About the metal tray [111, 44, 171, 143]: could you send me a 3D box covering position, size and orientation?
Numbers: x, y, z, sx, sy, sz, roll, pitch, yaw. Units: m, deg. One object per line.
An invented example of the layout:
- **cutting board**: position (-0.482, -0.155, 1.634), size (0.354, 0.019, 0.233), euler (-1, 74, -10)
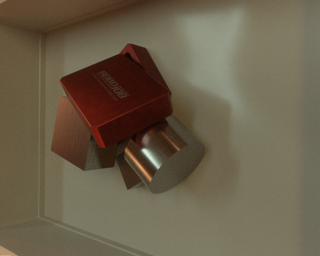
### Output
- **metal tray**: position (-0.053, -0.043, 0.443), size (0.129, 0.030, 0.090), euler (-41, 66, 32)

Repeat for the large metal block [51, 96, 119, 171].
- **large metal block**: position (-0.101, 0.005, 0.427), size (0.080, 0.050, 0.079), euler (21, 103, 37)

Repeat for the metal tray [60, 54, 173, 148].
- **metal tray**: position (-0.056, -0.039, 0.368), size (0.130, 0.091, 0.030), euler (45, 156, 46)

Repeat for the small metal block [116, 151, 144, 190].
- **small metal block**: position (-0.029, 0.051, 0.427), size (0.050, 0.025, 0.050), euler (-35, 68, 34)

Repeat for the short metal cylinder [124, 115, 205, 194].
- **short metal cylinder**: position (0.006, 0.031, 0.363), size (0.050, 0.081, 0.080), euler (47, 118, 29)
